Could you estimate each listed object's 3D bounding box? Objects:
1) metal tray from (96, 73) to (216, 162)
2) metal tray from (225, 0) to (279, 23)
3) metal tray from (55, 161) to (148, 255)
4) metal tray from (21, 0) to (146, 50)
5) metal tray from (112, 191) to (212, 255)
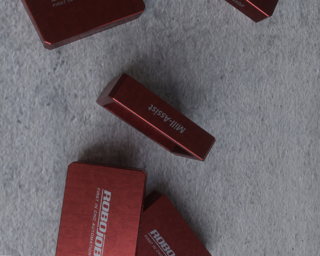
[{"bbox_3d":[-0.008,-0.010,0.372,0.130,0.090,0.030,35,79,-17],"label":"metal tray"},{"bbox_3d":[0.121,-0.228,0.452,0.131,0.030,0.090,27,81,-18],"label":"metal tray"},{"bbox_3d":[-0.068,0.108,0.365,0.091,0.030,0.129,7,87,2],"label":"metal tray"},{"bbox_3d":[-0.094,-0.160,0.372,0.131,0.030,0.090,-27,99,-18],"label":"metal tray"},{"bbox_3d":[0.003,0.161,0.409,0.090,0.030,0.130,-39,103,-16],"label":"metal tray"}]
